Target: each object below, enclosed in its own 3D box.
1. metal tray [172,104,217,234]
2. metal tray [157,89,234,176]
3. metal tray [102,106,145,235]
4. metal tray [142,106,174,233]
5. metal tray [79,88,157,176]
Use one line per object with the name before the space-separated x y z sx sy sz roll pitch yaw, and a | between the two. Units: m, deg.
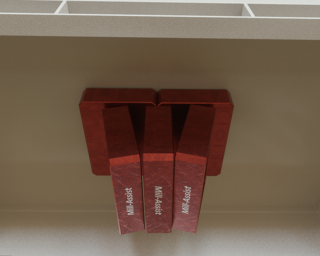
metal tray | 0.039 0.049 0.364 0.030 0.090 0.129 9 131 11
metal tray | 0.041 0.010 0.413 0.091 0.030 0.129 0 130 -1
metal tray | -0.042 0.051 0.364 0.030 0.090 0.129 -8 131 -10
metal tray | -0.002 0.050 0.366 0.030 0.090 0.129 0 128 0
metal tray | -0.050 0.010 0.410 0.091 0.030 0.129 0 130 -1
